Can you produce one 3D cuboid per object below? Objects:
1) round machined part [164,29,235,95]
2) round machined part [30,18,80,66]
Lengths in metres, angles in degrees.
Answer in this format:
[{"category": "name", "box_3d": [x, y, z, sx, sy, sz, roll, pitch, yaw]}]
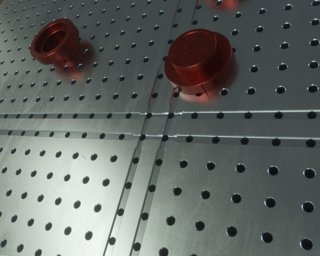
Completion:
[{"category": "round machined part", "box_3d": [0.051, -0.098, 0.430, 0.098, 0.042, 0.098, -13, 56, 20]}, {"category": "round machined part", "box_3d": [-0.196, -0.159, 0.595, 0.098, 0.042, 0.098, -13, 56, 20]}]
